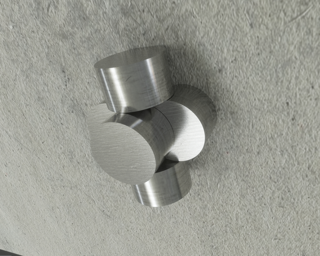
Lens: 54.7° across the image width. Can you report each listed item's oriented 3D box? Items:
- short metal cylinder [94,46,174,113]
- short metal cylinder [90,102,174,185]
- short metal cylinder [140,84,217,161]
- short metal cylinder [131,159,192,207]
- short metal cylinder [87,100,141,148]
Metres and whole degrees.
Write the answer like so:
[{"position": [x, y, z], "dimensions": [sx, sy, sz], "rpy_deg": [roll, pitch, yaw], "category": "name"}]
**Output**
[{"position": [-0.028, -0.057, 0.351], "dimensions": [0.080, 0.080, 0.050], "rpy_deg": [0, 118, 28], "category": "short metal cylinder"}, {"position": [-0.031, 0.017, 0.352], "dimensions": [0.080, 0.050, 0.079], "rpy_deg": [13, 124, 20], "category": "short metal cylinder"}, {"position": [0.023, -0.007, 0.374], "dimensions": [0.080, 0.050, 0.079], "rpy_deg": [13, 124, 20], "category": "short metal cylinder"}, {"position": [-0.002, 0.058, 0.408], "dimensions": [0.080, 0.080, 0.050], "rpy_deg": [0, 119, 27], "category": "short metal cylinder"}, {"position": [-0.048, -0.007, 0.411], "dimensions": [0.080, 0.050, 0.079], "rpy_deg": [13, 124, 20], "category": "short metal cylinder"}]
